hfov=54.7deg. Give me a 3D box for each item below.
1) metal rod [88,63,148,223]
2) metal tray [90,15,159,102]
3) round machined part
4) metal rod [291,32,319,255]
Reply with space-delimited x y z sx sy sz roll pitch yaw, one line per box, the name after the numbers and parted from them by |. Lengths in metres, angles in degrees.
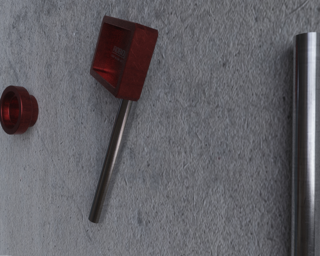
-0.058 0.005 0.452 0.025 0.025 0.298 28 107 36 | metal rod
-0.054 -0.098 0.417 0.130 0.030 0.089 40 117 55 | metal tray
-0.283 -0.036 0.628 0.098 0.042 0.097 0 90 40 | round machined part
0.137 0.063 0.291 0.025 0.025 0.298 1 91 40 | metal rod
